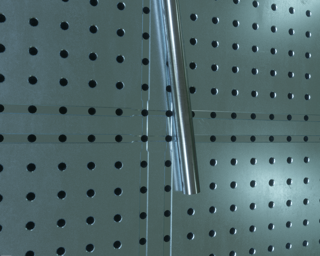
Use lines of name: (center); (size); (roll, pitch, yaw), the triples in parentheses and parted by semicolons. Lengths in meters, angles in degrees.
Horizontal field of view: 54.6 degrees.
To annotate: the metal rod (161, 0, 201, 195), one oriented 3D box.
metal rod: (0.027, -0.060, 0.421); (0.025, 0.025, 0.298); (-7, 93, -20)
